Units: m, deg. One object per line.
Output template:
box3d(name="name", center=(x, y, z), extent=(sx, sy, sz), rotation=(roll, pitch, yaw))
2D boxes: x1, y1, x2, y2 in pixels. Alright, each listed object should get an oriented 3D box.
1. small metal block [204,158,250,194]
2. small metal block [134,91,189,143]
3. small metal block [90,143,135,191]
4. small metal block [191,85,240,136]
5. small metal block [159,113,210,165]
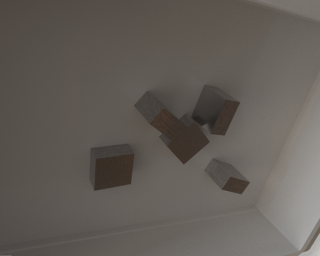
box3d(name="small metal block", center=(0.109, 0.079, 0.503), extent=(0.050, 0.050, 0.025), rotation=(20, 108, -36))
box3d(name="small metal block", center=(0.001, -0.014, 0.386), extent=(0.025, 0.050, 0.050), rotation=(-48, 129, 5))
box3d(name="small metal block", center=(-0.064, 0.051, 0.407), extent=(0.050, 0.025, 0.050), rotation=(-6, 121, -26))
box3d(name="small metal block", center=(0.074, -0.025, 0.420), extent=(0.025, 0.050, 0.050), rotation=(7, 115, -32))
box3d(name="small metal block", center=(0.035, 0.016, 0.440), extent=(0.050, 0.025, 0.050), rotation=(-41, 130, 0))
